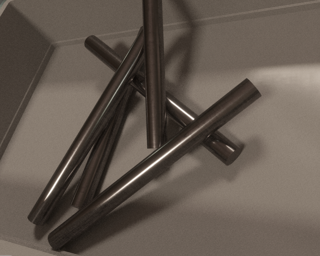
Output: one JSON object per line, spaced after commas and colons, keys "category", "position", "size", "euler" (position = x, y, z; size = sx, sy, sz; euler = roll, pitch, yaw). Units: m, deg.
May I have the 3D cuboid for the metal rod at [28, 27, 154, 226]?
{"category": "metal rod", "position": [-0.088, -0.004, 0.414], "size": [0.025, 0.025, 0.299], "euler": [32, 91, 37]}

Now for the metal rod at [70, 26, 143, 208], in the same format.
{"category": "metal rod", "position": [-0.062, -0.029, 0.454], "size": [0.025, 0.025, 0.300], "euler": [3, 63, 29]}

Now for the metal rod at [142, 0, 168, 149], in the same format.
{"category": "metal rod", "position": [-0.009, -0.124, 0.387], "size": [0.025, 0.025, 0.298], "euler": [-4, 85, 26]}

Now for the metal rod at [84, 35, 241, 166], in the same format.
{"category": "metal rod", "position": [-0.014, -0.053, 0.421], "size": [0.025, 0.025, 0.300], "euler": [-46, 59, -4]}

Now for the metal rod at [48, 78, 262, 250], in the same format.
{"category": "metal rod", "position": [-0.015, 0.049, 0.357], "size": [0.300, 0.025, 0.025], "euler": [-39, 51, 11]}
